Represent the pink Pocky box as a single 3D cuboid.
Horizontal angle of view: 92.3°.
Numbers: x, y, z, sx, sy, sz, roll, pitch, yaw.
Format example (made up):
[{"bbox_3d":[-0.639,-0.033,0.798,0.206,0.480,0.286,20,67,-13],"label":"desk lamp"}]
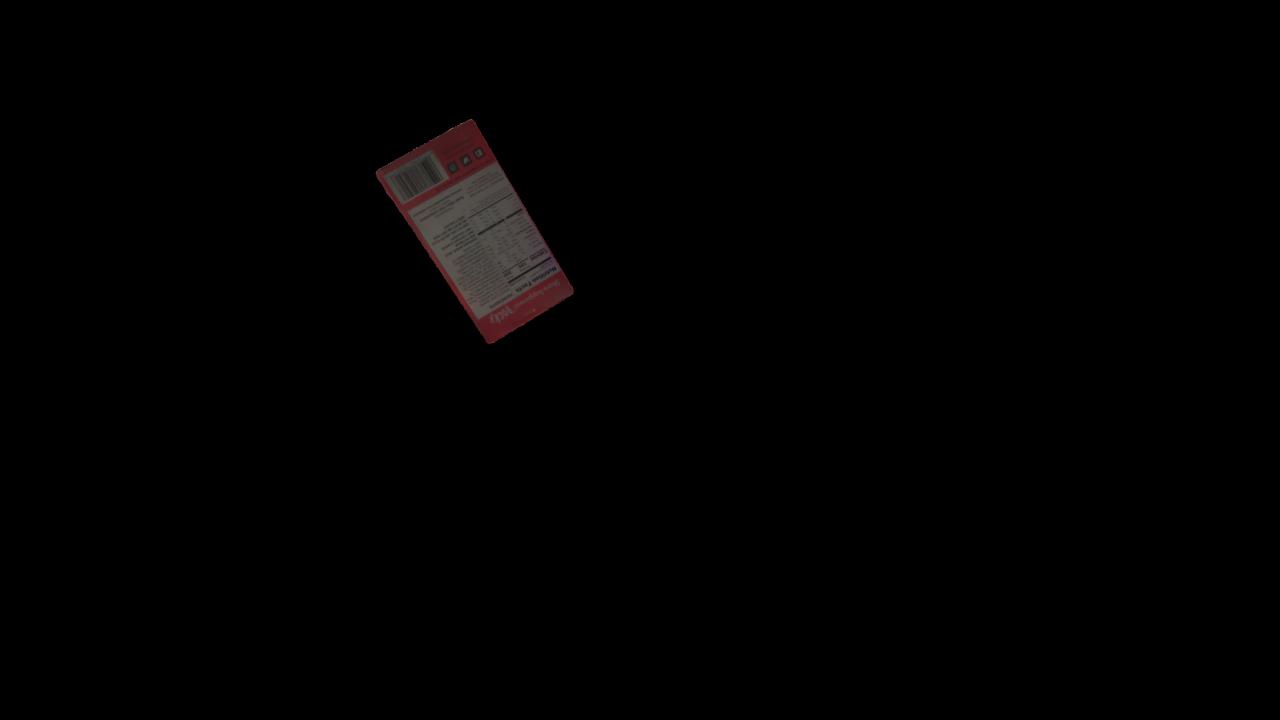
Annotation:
[{"bbox_3d":[-0.127,-0.099,0.490,0.084,0.155,0.029,-33,18,-8],"label":"pink Pocky box"}]
